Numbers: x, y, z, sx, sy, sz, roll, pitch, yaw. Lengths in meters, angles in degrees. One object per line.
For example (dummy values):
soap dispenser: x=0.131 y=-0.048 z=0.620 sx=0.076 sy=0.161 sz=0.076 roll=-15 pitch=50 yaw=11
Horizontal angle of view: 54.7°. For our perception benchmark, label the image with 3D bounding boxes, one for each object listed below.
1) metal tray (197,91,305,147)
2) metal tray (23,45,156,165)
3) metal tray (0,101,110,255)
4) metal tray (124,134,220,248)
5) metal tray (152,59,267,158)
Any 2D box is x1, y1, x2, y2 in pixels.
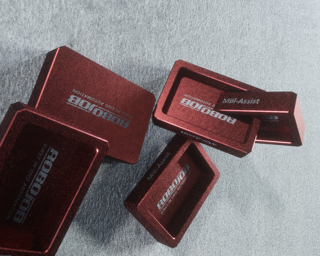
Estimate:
metal tray: x=0.124 y=-0.012 z=0.429 sx=0.090 sy=0.130 sz=0.030 roll=47 pitch=55 yaw=-48
metal tray: x=-0.072 y=-0.019 z=0.343 sx=0.131 sy=0.030 sz=0.090 roll=25 pitch=74 yaw=-38
metal tray: x=-0.115 y=0.052 z=0.282 sx=0.090 sy=0.030 sz=0.130 roll=27 pitch=89 yaw=-37
metal tray: x=0.022 y=0.082 z=0.422 sx=0.130 sy=0.030 sz=0.090 roll=-51 pitch=120 yaw=-28
metal tray: x=0.066 y=-0.026 z=0.406 sx=0.131 sy=0.030 sz=0.090 roll=21 pitch=72 yaw=5
